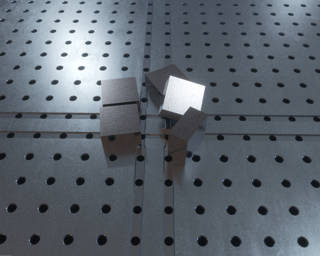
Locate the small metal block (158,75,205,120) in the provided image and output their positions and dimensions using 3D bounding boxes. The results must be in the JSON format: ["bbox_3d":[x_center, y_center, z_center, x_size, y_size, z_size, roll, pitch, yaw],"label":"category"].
[{"bbox_3d":[0.029,-0.037,0.421,0.050,0.025,0.050,16,71,-9],"label":"small metal block"}]

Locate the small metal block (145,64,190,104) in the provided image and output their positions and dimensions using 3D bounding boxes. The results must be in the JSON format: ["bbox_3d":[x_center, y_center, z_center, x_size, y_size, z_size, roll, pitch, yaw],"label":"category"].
[{"bbox_3d":[0.012,-0.065,0.462,0.050,0.025,0.050,-24,54,-19],"label":"small metal block"}]

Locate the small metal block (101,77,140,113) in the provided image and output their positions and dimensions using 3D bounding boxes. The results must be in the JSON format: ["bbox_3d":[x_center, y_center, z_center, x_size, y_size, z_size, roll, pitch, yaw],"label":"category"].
[{"bbox_3d":[-0.057,-0.045,0.445,0.050,0.025,0.050,-7,50,-6],"label":"small metal block"}]

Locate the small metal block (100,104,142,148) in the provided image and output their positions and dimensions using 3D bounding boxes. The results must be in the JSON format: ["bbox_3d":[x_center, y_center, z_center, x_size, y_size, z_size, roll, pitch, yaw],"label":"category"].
[{"bbox_3d":[-0.052,-0.003,0.410,0.050,0.025,0.050,-6,50,-6],"label":"small metal block"}]

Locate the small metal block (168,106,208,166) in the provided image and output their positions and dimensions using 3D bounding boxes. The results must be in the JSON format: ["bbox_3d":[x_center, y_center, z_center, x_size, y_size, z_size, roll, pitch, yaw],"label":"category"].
[{"bbox_3d":[0.034,0.010,0.383,0.025,0.050,0.050,27,55,20],"label":"small metal block"}]
